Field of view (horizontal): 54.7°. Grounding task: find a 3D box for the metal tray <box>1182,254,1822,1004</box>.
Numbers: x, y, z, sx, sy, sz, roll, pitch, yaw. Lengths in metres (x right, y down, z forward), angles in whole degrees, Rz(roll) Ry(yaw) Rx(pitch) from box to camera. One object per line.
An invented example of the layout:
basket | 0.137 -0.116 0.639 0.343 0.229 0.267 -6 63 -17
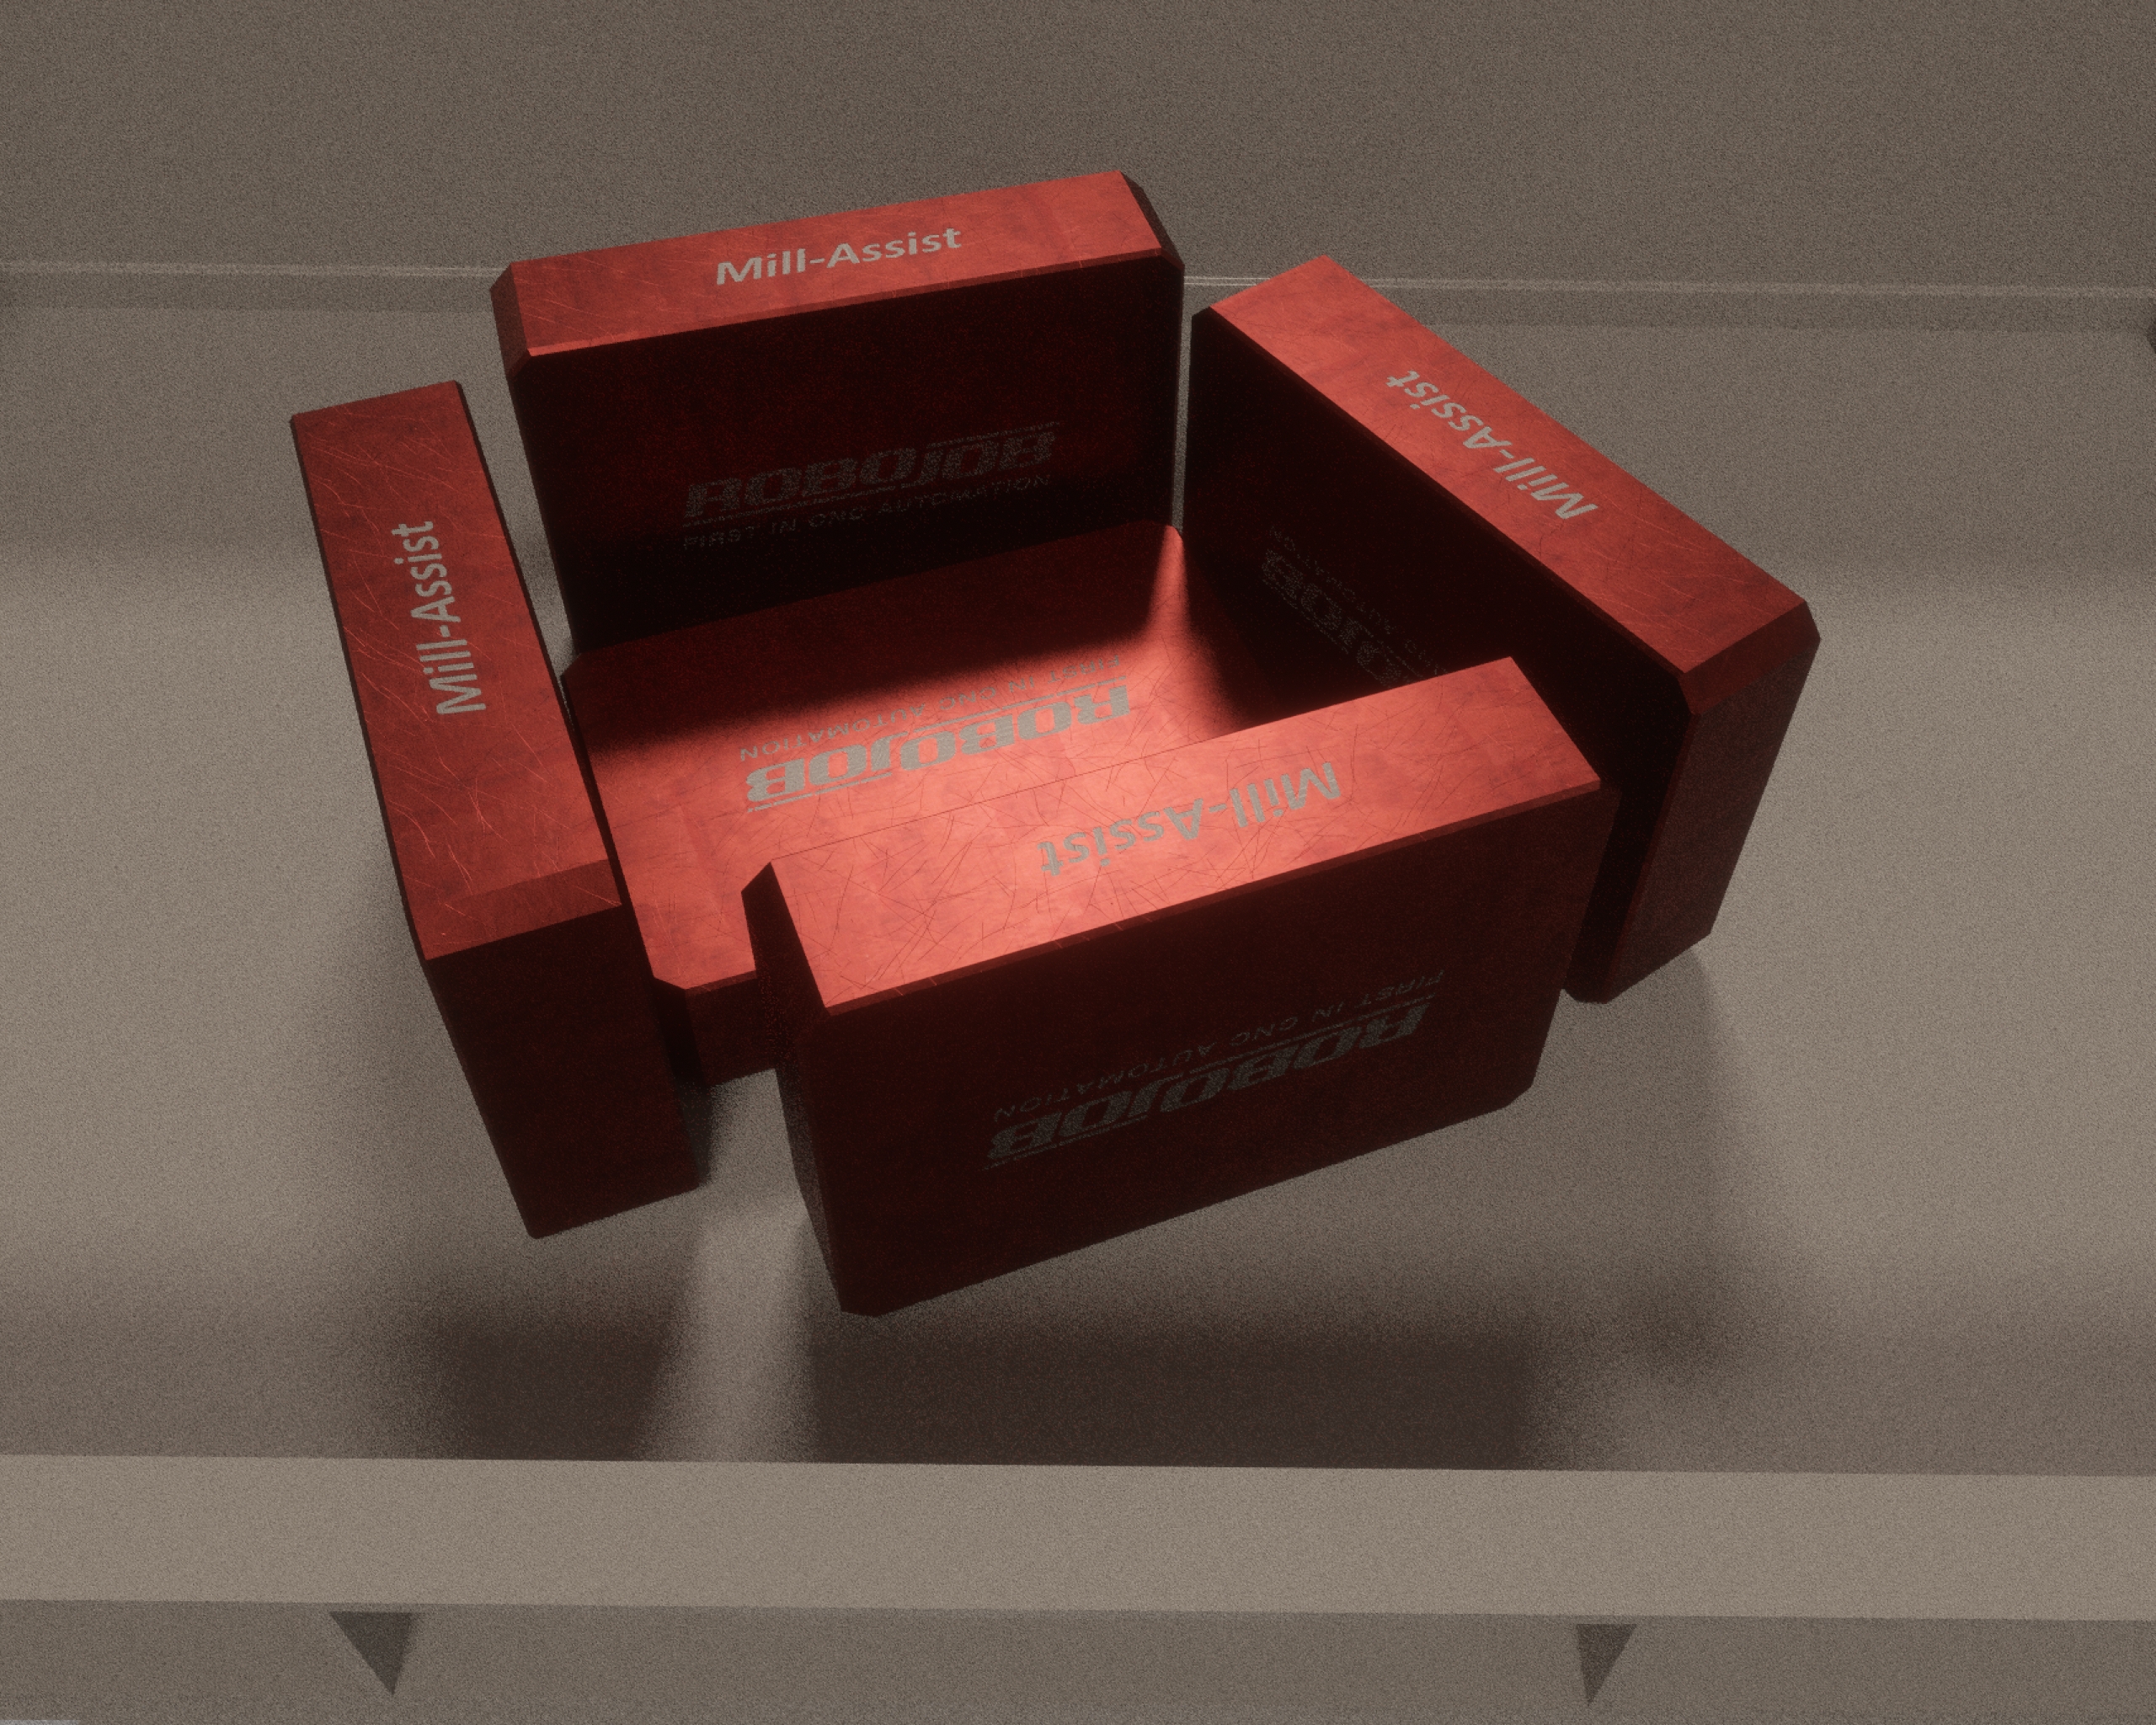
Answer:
metal tray | 0.072 -0.045 0.400 0.030 0.089 0.130 -30 56 -22

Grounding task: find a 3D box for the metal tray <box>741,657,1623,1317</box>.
metal tray | 0.017 0.022 0.342 0.131 0.089 0.030 -16 52 -14

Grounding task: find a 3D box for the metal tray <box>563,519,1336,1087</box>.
metal tray | -0.027 -0.016 0.411 0.131 0.030 0.090 -15 52 -13

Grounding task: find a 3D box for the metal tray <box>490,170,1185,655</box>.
metal tray | -0.046 -0.088 0.433 0.131 0.089 0.030 -12 51 -11

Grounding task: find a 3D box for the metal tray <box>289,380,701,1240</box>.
metal tray | -0.103 -0.011 0.368 0.030 0.089 0.130 -17 52 -14
